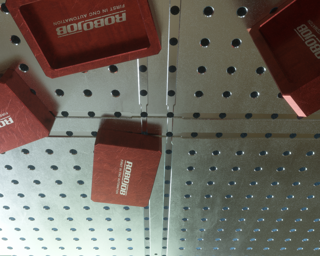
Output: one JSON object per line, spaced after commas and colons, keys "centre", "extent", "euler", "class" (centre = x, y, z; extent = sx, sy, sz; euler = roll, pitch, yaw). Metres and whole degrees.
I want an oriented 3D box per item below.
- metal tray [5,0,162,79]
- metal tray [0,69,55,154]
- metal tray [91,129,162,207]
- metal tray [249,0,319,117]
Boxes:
{"centre": [-0.072, -0.108, 0.315], "extent": [0.130, 0.030, 0.090], "euler": [-11, 130, 9], "class": "metal tray"}
{"centre": [-0.216, -0.011, 0.397], "extent": [0.130, 0.030, 0.090], "euler": [-19, 128, 15], "class": "metal tray"}
{"centre": [-0.053, 0.064, 0.462], "extent": [0.091, 0.030, 0.129], "euler": [8, 130, -7], "class": "metal tray"}
{"centre": [0.139, -0.079, 0.276], "extent": [0.090, 0.130, 0.030], "euler": [-35, 122, 26], "class": "metal tray"}
